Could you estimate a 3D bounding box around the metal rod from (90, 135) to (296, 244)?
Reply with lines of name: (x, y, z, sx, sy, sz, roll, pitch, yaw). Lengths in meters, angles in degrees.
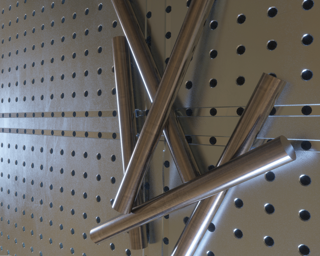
metal rod: (0.013, 0.086, 0.363, 0.299, 0.025, 0.025, -34, 70, 34)

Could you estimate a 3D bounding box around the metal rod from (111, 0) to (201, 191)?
metal rod: (-0.009, -0.060, 0.414, 0.025, 0.025, 0.299, -33, 70, 35)

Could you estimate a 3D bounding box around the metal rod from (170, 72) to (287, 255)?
metal rod: (0.060, 0.079, 0.357, 0.025, 0.025, 0.298, 35, 111, 34)

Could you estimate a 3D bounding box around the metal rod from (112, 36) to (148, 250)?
metal rod: (-0.044, 0.017, 0.443, 0.025, 0.025, 0.298, -9, 84, 39)

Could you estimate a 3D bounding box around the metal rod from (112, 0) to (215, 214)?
metal rod: (0.006, -0.037, 0.373, 0.025, 0.025, 0.298, 26, 97, 37)
